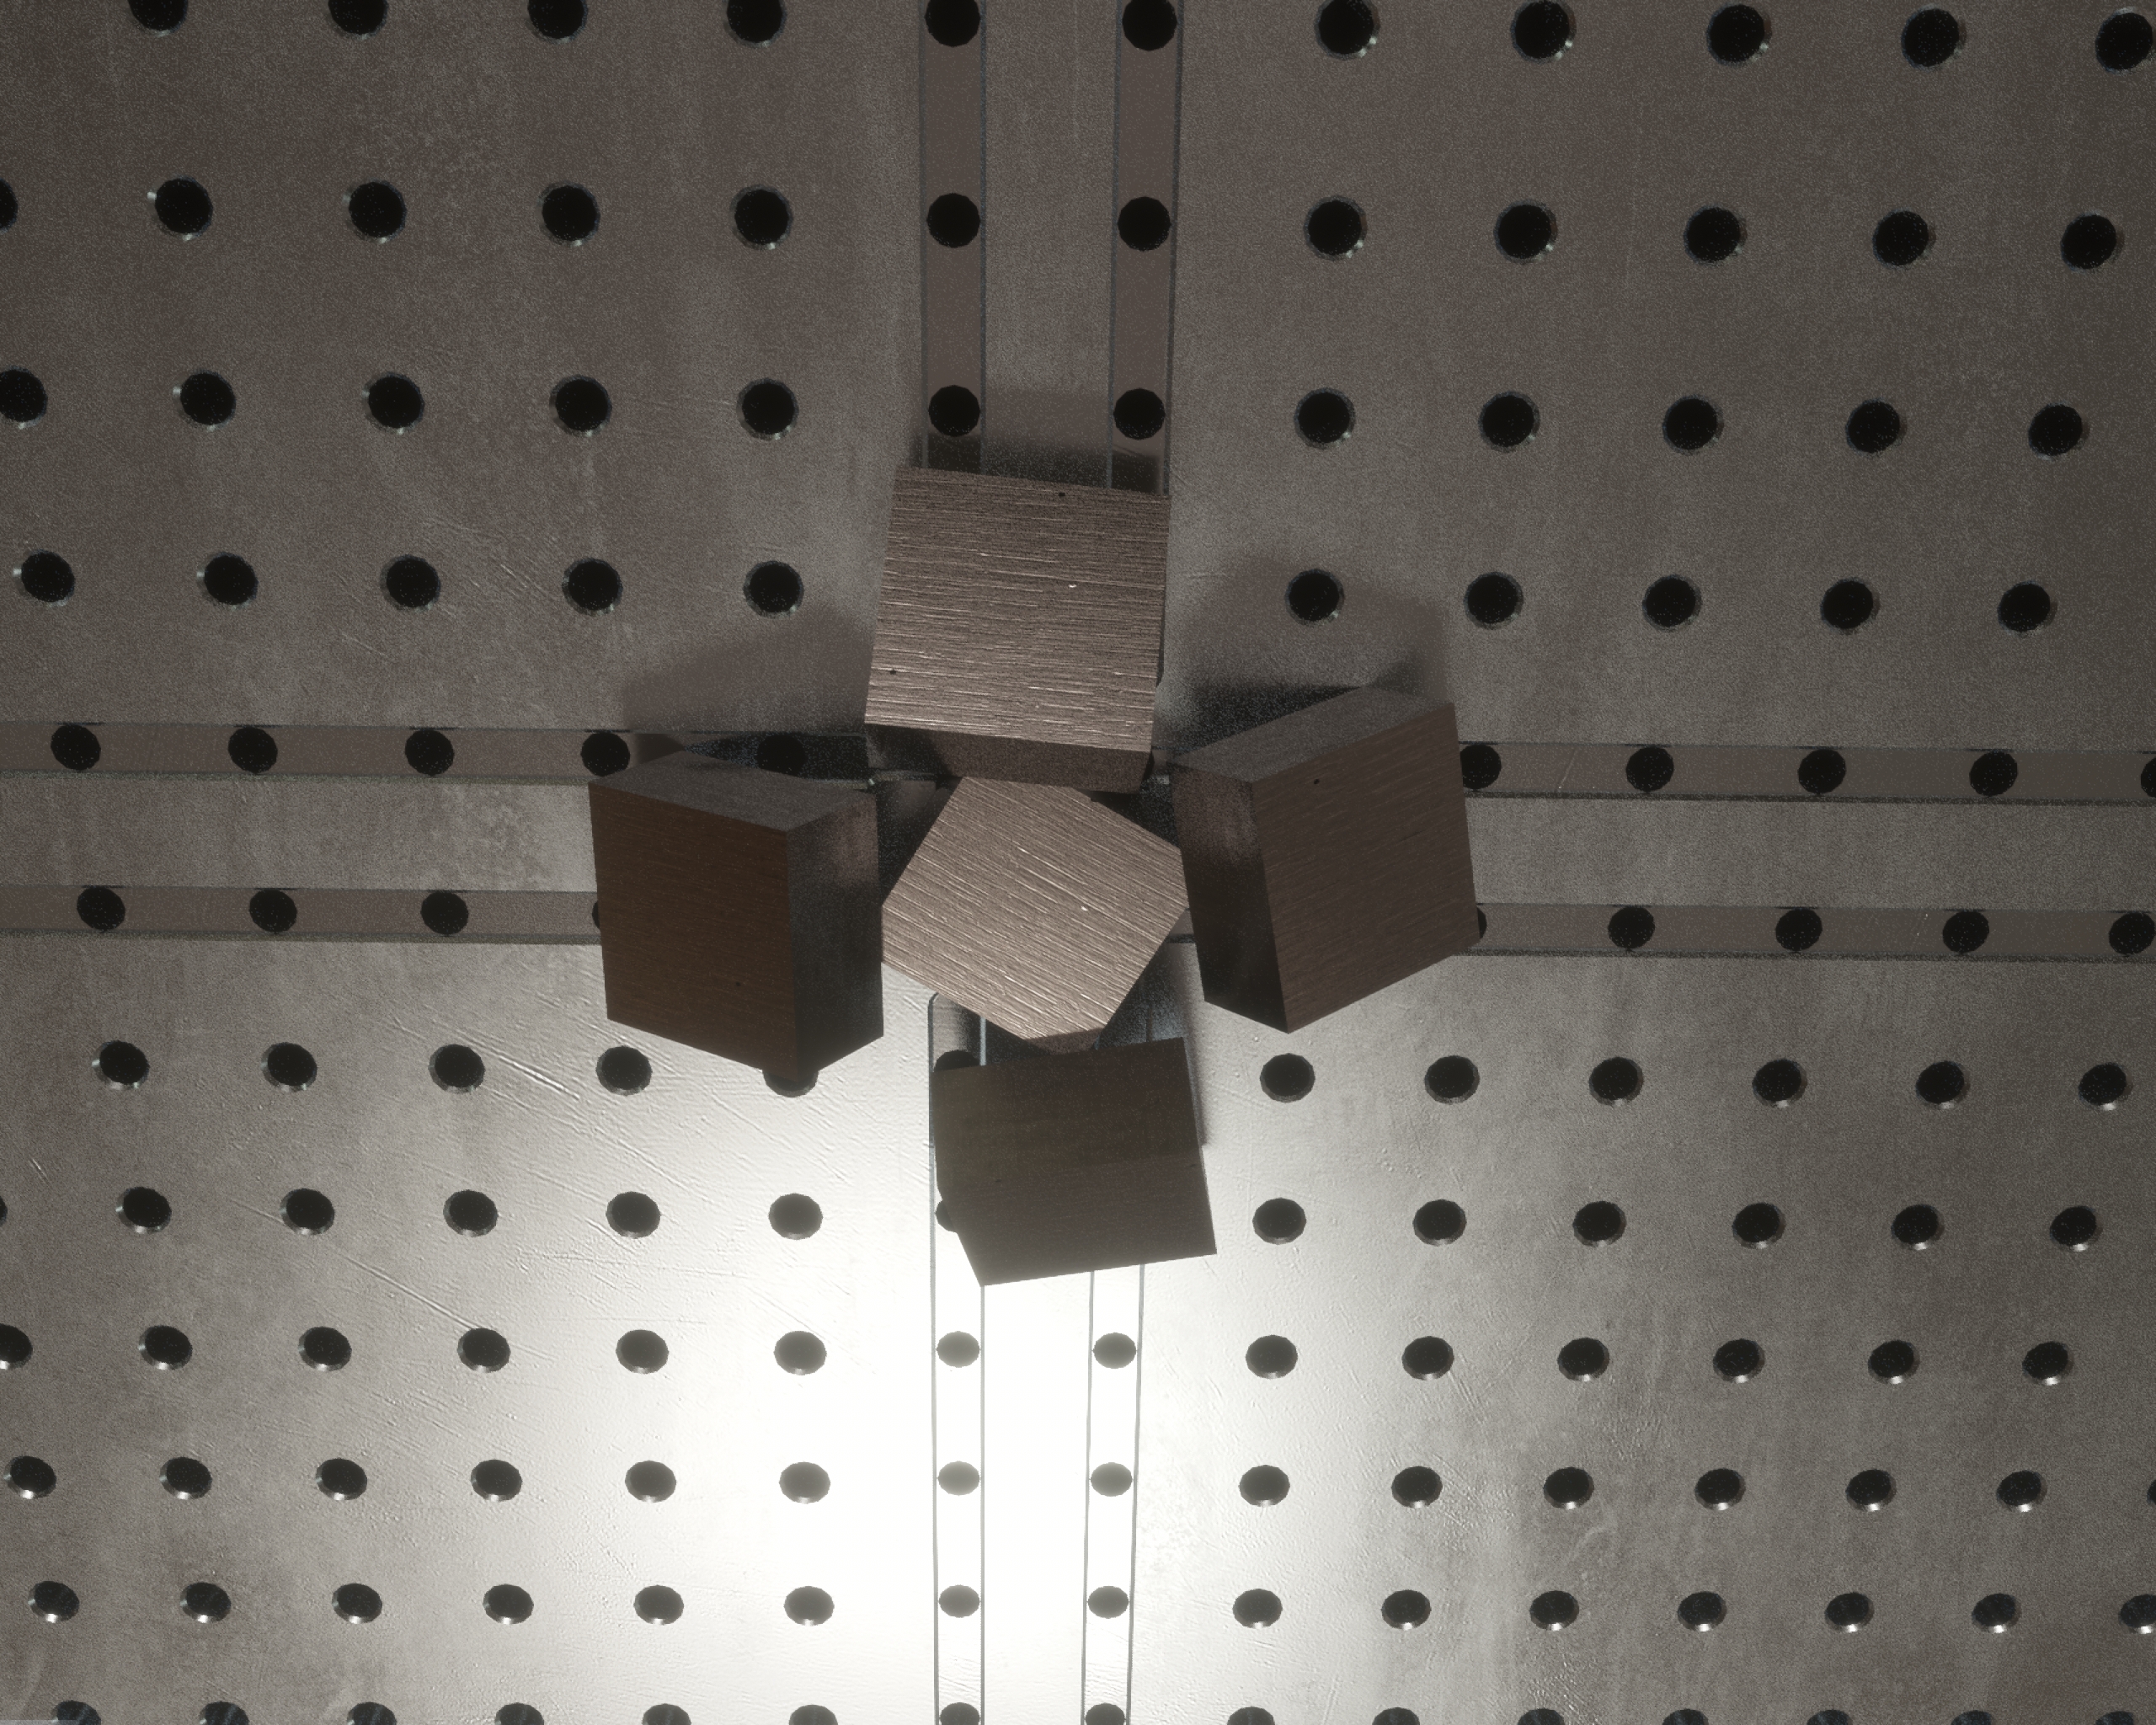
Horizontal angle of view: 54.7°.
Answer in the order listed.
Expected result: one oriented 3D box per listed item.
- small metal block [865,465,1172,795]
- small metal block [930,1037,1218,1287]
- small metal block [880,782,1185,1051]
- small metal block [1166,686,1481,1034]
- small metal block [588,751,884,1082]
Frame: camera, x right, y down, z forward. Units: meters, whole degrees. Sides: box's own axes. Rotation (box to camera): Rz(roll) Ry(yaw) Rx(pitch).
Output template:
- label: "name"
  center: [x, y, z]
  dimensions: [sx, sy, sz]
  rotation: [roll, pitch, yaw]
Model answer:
- label: "small metal block"
  center: [-0.011, -0.042, 0.384]
  dimensions: [0.050, 0.025, 0.050]
  rotation: [6, 74, -3]
- label: "small metal block"
  center: [0.000, 0.062, 0.423]
  dimensions: [0.050, 0.025, 0.050]
  rotation: [-8, 146, 3]
- label: "small metal block"
  center: [-0.009, 0.005, 0.415]
  dimensions: [0.050, 0.025, 0.050]
  rotation: [30, 107, -11]
- label: "small metal block"
  center: [0.048, -0.002, 0.401]
  dimensions: [0.050, 0.025, 0.050]
  rotation: [-22, 113, -30]
- label: "small metal block"
  center: [-0.066, 0.009, 0.404]
  dimensions: [0.050, 0.025, 0.050]
  rotation: [13, 114, 32]
